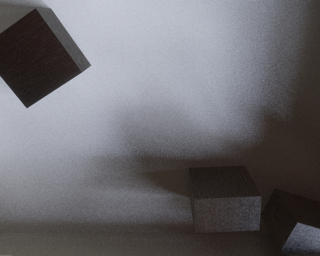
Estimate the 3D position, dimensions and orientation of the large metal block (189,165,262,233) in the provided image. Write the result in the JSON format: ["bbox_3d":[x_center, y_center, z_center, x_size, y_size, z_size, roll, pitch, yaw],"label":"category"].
[{"bbox_3d":[0.083,0.093,0.417,0.080,0.080,0.050,-3,110,1],"label":"large metal block"}]

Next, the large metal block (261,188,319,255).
[{"bbox_3d":[0.201,0.137,0.434,0.080,0.080,0.050,18,109,-7],"label":"large metal block"}]

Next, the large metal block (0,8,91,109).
[{"bbox_3d":[-0.143,-0.083,0.366,0.080,0.050,0.080,-30,108,10],"label":"large metal block"}]
